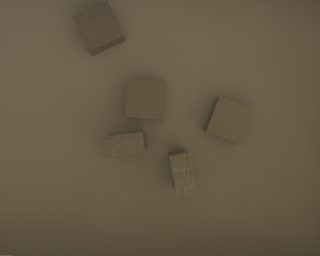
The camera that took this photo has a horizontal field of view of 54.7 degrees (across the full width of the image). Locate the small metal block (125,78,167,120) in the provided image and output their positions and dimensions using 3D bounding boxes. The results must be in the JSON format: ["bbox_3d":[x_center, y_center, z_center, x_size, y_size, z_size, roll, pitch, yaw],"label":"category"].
[{"bbox_3d":[-0.018,-0.037,0.411,0.050,0.025,0.050,5,90,-1],"label":"small metal block"}]

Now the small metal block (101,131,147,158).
[{"bbox_3d":[-0.044,0.020,0.398,0.050,0.050,0.025,-7,90,0],"label":"small metal block"}]

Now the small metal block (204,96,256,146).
[{"bbox_3d":[0.092,-0.009,0.413,0.050,0.025,0.050,21,90,-1],"label":"small metal block"}]

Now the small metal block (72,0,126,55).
[{"bbox_3d":[-0.080,-0.131,0.410,0.050,0.025,0.050,-25,90,-1],"label":"small metal block"}]

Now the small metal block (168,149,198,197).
[{"bbox_3d":[0.028,0.056,0.399,0.025,0.050,0.050,-11,90,0],"label":"small metal block"}]
